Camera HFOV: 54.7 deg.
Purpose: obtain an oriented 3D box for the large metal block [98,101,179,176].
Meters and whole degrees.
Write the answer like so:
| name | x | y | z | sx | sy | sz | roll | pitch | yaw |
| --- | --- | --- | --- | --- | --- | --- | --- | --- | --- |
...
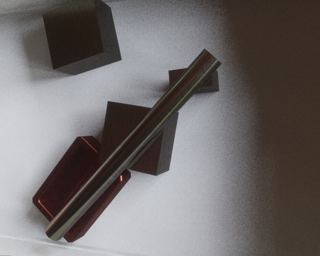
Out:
| name | x | y | z | sx | sy | sz | roll | pitch | yaw |
| --- | --- | --- | --- | --- | --- | --- | --- | --- | --- |
| large metal block | -0.027 | 0.012 | 0.406 | 0.080 | 0.050 | 0.079 | 10 | 93 | 19 |

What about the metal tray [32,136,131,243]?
| name | x | y | z | sx | sy | sz | roll | pitch | yaw |
| --- | --- | --- | --- | --- | --- | --- | --- | --- | --- |
| metal tray | -0.115 | 0.086 | 0.446 | 0.090 | 0.030 | 0.130 | 42 | 103 | 15 |

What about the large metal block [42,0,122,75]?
| name | x | y | z | sx | sy | sz | roll | pitch | yaw |
| --- | --- | --- | --- | --- | --- | --- | --- | --- | --- |
| large metal block | -0.108 | -0.127 | 0.434 | 0.080 | 0.050 | 0.080 | -14 | 86 | 19 |

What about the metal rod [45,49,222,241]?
| name | x | y | z | sx | sy | sz | roll | pitch | yaw |
| --- | --- | --- | --- | --- | --- | --- | --- | --- | --- |
| metal rod | -0.041 | 0.029 | 0.370 | 0.025 | 0.025 | 0.299 | 46 | 104 | 14 |

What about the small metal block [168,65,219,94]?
| name | x | y | z | sx | sy | sz | roll | pitch | yaw |
| --- | --- | --- | --- | --- | --- | --- | --- | --- | --- |
| small metal block | 0.043 | -0.058 | 0.382 | 0.050 | 0.050 | 0.025 | -5 | 89 | 19 |
